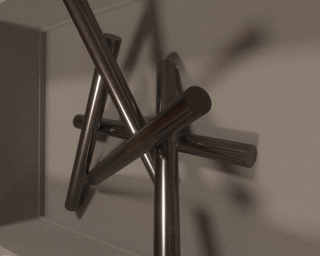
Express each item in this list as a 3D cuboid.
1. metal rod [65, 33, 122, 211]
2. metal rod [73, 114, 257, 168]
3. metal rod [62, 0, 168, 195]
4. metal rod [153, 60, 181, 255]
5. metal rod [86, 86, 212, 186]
[{"bbox_3d":[-0.105,0.009,0.458,0.025,0.025,0.298,39,123,32],"label":"metal rod"},{"bbox_3d":[-0.019,0.010,0.420,0.300,0.025,0.025,10,97,39],"label":"metal rod"},{"bbox_3d":[-0.053,-0.053,0.371,0.025,0.025,0.299,-16,104,38],"label":"metal rod"},{"bbox_3d":[0.007,0.049,0.324,0.025,0.025,0.299,-26,50,37],"label":"metal rod"},{"bbox_3d":[-0.037,0.028,0.369,0.299,0.025,0.025,-37,66,56],"label":"metal rod"}]
